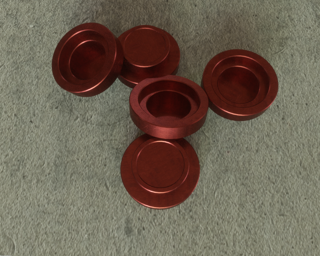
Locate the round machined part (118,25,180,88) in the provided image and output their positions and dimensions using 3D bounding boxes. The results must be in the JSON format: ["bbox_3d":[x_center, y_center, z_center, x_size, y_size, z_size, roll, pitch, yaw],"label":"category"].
[{"bbox_3d":[-0.020,-0.105,0.438,0.099,0.042,0.098,0,70,-1],"label":"round machined part"}]

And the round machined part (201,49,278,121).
[{"bbox_3d":[0.105,-0.054,0.421,0.099,0.042,0.098,0,70,-1],"label":"round machined part"}]

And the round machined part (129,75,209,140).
[{"bbox_3d":[0.011,-0.022,0.397,0.099,0.042,0.098,2,47,-2],"label":"round machined part"}]

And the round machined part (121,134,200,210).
[{"bbox_3d":[0.000,0.049,0.382,0.099,0.042,0.098,0,70,-1],"label":"round machined part"}]

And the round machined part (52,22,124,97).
[{"bbox_3d":[-0.093,-0.088,0.420,0.098,0.042,0.098,-5,76,20],"label":"round machined part"}]
